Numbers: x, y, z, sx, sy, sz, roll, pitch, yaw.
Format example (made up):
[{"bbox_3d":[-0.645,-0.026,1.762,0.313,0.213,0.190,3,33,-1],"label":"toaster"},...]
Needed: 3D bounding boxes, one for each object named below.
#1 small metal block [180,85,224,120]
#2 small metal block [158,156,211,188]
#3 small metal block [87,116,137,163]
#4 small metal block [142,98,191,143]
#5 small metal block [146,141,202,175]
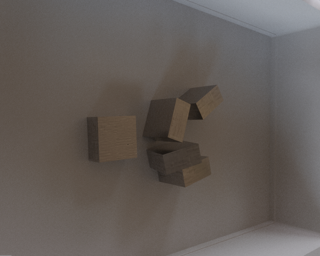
[{"bbox_3d":[0.051,-0.035,0.433,0.050,0.050,0.025,-41,115,-32],"label":"small metal block"},{"bbox_3d":[0.032,0.056,0.417,0.050,0.050,0.025,-17,102,-39],"label":"small metal block"},{"bbox_3d":[-0.055,0.011,0.360,0.050,0.025,0.050,-4,93,-40],"label":"small metal block"},{"bbox_3d":[0.008,-0.010,0.397,0.025,0.050,0.050,22,77,-38],"label":"small metal block"},{"bbox_3d":[0.017,0.036,0.397,0.050,0.050,0.025,-15,100,-24],"label":"small metal block"}]
